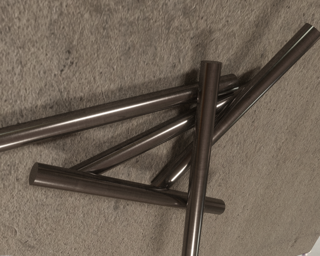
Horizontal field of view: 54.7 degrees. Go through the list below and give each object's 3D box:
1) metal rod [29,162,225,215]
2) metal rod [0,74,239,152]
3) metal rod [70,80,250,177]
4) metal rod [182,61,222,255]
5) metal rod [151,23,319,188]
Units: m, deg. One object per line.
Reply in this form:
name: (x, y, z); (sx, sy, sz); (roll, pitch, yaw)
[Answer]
metal rod: (-0.019, 0.089, 0.418); (0.302, 0.025, 0.025); (19, 108, -36)
metal rod: (-0.036, -0.024, 0.373); (0.302, 0.025, 0.025); (-16, 125, -20)
metal rod: (0.016, 0.000, 0.417); (0.302, 0.025, 0.025); (-26, 128, -13)
metal rod: (0.053, 0.061, 0.419); (0.025, 0.025, 0.298); (-7, 112, -26)
metal rod: (0.089, -0.012, 0.417); (0.025, 0.025, 0.299); (27, 113, -38)
